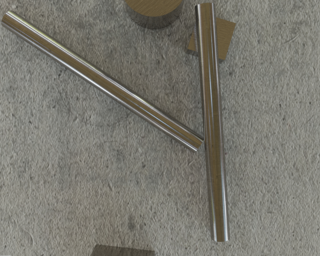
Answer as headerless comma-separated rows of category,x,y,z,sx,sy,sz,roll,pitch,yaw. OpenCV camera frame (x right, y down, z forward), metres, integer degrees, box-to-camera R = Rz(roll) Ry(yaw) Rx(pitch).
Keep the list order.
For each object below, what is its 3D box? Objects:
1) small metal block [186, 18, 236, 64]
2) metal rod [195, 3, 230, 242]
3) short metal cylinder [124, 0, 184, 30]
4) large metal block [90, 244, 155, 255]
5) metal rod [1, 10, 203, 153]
small metal block,0.067,-0.118,0.411,0.050,0.025,0.050,17,90,-1
metal rod,0.068,-0.002,0.395,0.025,0.025,0.298,-5,96,0
short metal cylinder,-0.008,-0.174,0.397,0.081,0.050,0.079,0,90,-1
large metal block,-0.051,0.203,0.397,0.081,0.050,0.080,7,90,-1
metal rod,-0.074,-0.060,0.408,0.301,0.025,0.025,34,90,-1
